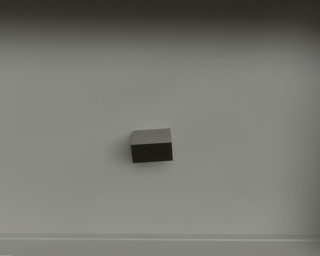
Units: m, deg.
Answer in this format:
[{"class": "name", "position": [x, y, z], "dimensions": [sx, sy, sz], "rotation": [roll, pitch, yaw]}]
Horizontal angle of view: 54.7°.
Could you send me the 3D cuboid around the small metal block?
[{"class": "small metal block", "position": [-0.010, 0.022, 0.406], "dimensions": [0.050, 0.050, 0.025], "rotation": [-4, 110, 1]}]
